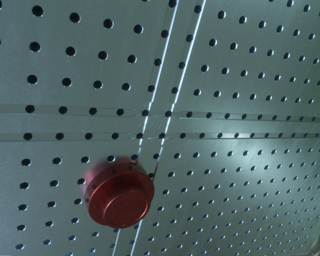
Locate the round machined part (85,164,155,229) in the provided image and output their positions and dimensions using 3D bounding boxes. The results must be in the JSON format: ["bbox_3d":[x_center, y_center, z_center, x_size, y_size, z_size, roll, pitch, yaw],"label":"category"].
[{"bbox_3d":[-0.052,0.102,0.437,0.099,0.042,0.097,-14,125,-21],"label":"round machined part"}]
